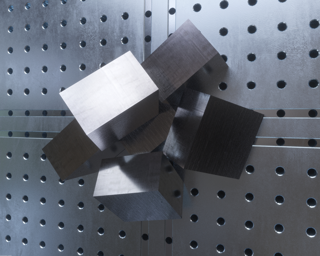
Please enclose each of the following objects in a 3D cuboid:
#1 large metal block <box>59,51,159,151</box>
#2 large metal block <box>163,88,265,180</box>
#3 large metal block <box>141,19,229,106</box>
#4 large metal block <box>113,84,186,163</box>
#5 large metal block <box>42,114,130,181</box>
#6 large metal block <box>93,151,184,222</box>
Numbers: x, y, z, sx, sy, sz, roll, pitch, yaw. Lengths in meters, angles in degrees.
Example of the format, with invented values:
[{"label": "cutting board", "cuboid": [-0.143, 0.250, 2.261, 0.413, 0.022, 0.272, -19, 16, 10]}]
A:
[{"label": "large metal block", "cuboid": [-0.049, -0.025, 0.334, 0.080, 0.080, 0.050, -34, 78, -9]}, {"label": "large metal block", "cuboid": [0.060, 0.007, 0.355, 0.050, 0.081, 0.080, 31, 104, 59]}, {"label": "large metal block", "cuboid": [0.030, -0.073, 0.373, 0.080, 0.080, 0.050, -41, 78, 15]}, {"label": "large metal block", "cuboid": [-0.015, -0.011, 0.406, 0.080, 0.050, 0.080, -41, 77, 15]}, {"label": "large metal block", "cuboid": [-0.092, 0.022, 0.415, 0.080, 0.080, 0.050, -40, 78, 15]}, {"label": "large metal block", "cuboid": [-0.022, 0.076, 0.384, 0.080, 0.080, 0.050, -9, 51, 20]}]
